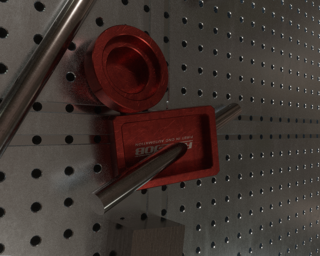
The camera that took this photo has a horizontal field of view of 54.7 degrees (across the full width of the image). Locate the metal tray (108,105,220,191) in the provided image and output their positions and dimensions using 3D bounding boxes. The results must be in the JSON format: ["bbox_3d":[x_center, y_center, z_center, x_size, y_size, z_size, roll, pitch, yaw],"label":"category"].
[{"bbox_3d":[0.007,0.022,0.385,0.131,0.030,0.089,-7,95,-20],"label":"metal tray"}]

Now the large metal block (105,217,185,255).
[{"bbox_3d":[-0.019,0.156,0.379,0.081,0.050,0.080,10,83,-40],"label":"large metal block"}]

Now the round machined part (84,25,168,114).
[{"bbox_3d":[-0.042,-0.064,0.358,0.099,0.042,0.098,8,76,-36],"label":"round machined part"}]

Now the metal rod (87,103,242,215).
[{"bbox_3d":[0.031,0.022,0.411,0.302,0.025,0.025,-29,109,-44],"label":"metal rod"}]

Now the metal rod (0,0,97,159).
[{"bbox_3d":[-0.113,-0.075,0.314,0.025,0.025,0.300,37,67,-34],"label":"metal rod"}]
